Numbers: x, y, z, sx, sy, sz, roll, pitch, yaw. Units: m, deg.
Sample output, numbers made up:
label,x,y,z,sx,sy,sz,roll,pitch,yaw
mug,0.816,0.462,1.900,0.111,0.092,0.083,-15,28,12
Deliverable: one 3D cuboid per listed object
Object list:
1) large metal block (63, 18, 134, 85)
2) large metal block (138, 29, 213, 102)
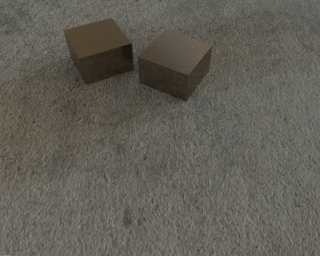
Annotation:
label,x,y,z,sx,sy,sz,roll,pitch,yaw
large metal block,-0.096,-0.123,0.490,0.081,0.050,0.080,-22,53,-17
large metal block,0.023,-0.096,0.468,0.080,0.050,0.080,24,54,19
